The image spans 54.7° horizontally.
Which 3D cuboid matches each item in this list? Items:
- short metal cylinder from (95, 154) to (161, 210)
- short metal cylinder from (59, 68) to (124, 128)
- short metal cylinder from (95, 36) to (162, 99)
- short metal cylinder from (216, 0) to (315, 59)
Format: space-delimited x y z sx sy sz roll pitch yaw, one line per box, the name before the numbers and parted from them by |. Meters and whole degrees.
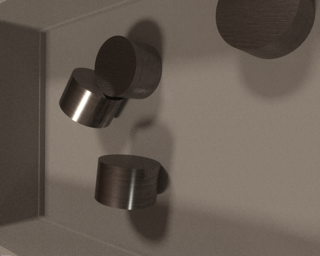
short metal cylinder | -0.042 0.067 0.404 0.080 0.081 0.050 11 97 39
short metal cylinder | -0.097 -0.044 0.449 0.080 0.081 0.050 47 118 29
short metal cylinder | -0.044 -0.081 0.425 0.080 0.050 0.079 0 90 39
short metal cylinder | 0.103 -0.112 0.305 0.080 0.050 0.079 0 90 39
